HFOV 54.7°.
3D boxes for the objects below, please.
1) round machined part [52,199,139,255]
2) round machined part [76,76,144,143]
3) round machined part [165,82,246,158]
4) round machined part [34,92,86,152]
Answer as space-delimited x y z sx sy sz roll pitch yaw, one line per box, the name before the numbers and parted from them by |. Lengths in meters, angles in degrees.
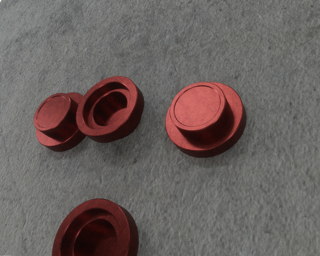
round machined part | -0.067 0.132 0.345 0.098 0.042 0.098 -13 56 20
round machined part | -0.066 -0.022 0.439 0.098 0.042 0.098 -13 56 20
round machined part | 0.051 -0.017 0.376 0.098 0.042 0.098 -13 56 20
round machined part | -0.155 -0.016 0.481 0.098 0.042 0.098 -13 56 20
